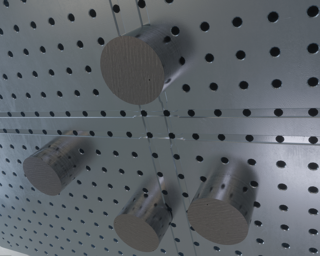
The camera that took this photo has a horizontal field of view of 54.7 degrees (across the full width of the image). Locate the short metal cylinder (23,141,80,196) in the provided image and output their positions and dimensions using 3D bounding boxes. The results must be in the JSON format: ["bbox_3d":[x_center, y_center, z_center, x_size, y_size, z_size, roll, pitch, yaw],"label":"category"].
[{"bbox_3d":[-0.187,0.070,0.537,0.080,0.050,0.079,13,124,21],"label":"short metal cylinder"}]

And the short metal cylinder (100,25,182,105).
[{"bbox_3d":[-0.021,-0.073,0.361,0.080,0.050,0.079,13,124,21],"label":"short metal cylinder"}]

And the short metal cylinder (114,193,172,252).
[{"bbox_3d":[-0.028,0.154,0.505,0.080,0.050,0.079,13,124,21],"label":"short metal cylinder"}]

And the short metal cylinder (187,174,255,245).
[{"bbox_3d":[0.084,0.110,0.419,0.080,0.050,0.079,13,124,21],"label":"short metal cylinder"}]
